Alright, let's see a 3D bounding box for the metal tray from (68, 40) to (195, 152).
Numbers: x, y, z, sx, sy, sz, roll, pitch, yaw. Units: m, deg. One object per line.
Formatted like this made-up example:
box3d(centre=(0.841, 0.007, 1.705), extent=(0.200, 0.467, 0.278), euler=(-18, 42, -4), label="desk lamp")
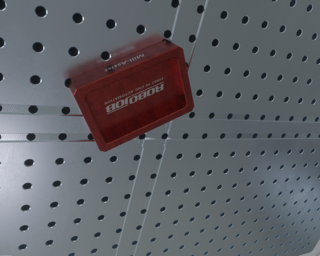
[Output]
box3d(centre=(-0.028, -0.038, 0.368), extent=(0.131, 0.030, 0.090), euler=(-26, 128, -13), label="metal tray")
